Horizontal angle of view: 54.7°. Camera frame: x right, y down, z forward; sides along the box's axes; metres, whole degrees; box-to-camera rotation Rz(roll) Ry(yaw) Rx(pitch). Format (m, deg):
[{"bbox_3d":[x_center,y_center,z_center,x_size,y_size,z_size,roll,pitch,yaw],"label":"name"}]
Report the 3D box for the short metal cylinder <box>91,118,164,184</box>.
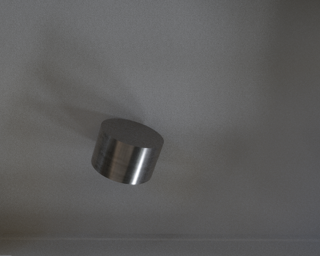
[{"bbox_3d":[-0.041,0.027,0.392,0.080,0.080,0.050,17,109,-7],"label":"short metal cylinder"}]
